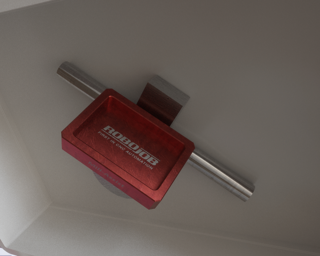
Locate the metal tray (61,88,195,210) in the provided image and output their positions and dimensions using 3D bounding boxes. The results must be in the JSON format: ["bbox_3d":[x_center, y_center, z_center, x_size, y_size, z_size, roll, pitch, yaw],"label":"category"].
[{"bbox_3d":[-0.036,0.021,0.362,0.130,0.090,0.030,34,146,5],"label":"metal tray"}]

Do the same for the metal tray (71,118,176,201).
[{"bbox_3d":[-0.038,0.034,0.405,0.130,0.090,0.030,34,129,5],"label":"metal tray"}]

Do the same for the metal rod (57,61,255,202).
[{"bbox_3d":[-0.009,0.002,0.413,0.301,0.025,0.025,34,129,5],"label":"metal rod"}]

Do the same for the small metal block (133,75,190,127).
[{"bbox_3d":[0.001,-0.029,0.387,0.050,0.025,0.050,35,129,4],"label":"small metal block"}]

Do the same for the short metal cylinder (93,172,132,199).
[{"bbox_3d":[-0.050,0.054,0.441,0.080,0.050,0.079,19,134,21],"label":"short metal cylinder"}]
